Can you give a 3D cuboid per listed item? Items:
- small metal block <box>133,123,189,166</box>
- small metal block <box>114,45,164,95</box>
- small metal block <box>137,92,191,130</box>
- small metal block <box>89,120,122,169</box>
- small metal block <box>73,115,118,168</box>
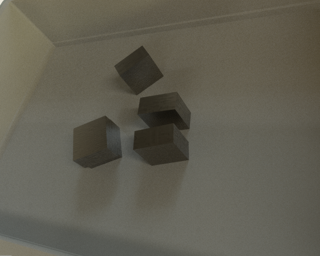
[{"bbox_3d":[0.003,0.021,0.374,0.050,0.050,0.025,-12,57,21],"label":"small metal block"},{"bbox_3d":[-0.030,-0.084,0.455,0.050,0.050,0.025,-35,52,5],"label":"small metal block"},{"bbox_3d":[0.007,-0.018,0.396,0.050,0.050,0.025,-7,59,24],"label":"small metal block"},{"bbox_3d":[-0.083,0.023,0.434,0.050,0.025,0.050,-21,54,15],"label":"small metal block"},{"bbox_3d":[-0.085,0.018,0.405,0.050,0.025,0.050,-21,54,15],"label":"small metal block"}]
